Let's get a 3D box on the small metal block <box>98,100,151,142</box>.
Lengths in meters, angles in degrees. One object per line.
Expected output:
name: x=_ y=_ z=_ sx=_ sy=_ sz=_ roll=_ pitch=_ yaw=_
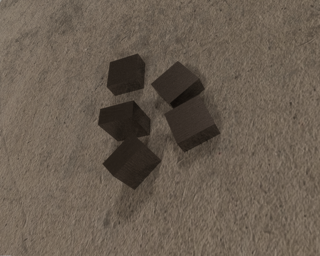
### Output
small metal block: x=-0.046 y=-0.008 z=0.416 sx=0.050 sy=0.050 sz=0.025 roll=-12 pitch=57 yaw=21

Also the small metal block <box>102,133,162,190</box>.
small metal block: x=-0.033 y=0.042 z=0.378 sx=0.050 sy=0.050 sz=0.025 roll=-47 pitch=52 yaw=-5

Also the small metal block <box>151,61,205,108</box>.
small metal block: x=0.024 y=-0.057 z=0.425 sx=0.050 sy=0.025 sz=0.050 roll=-41 pitch=51 yaw=0

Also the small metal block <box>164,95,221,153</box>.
small metal block: x=0.040 y=-0.006 z=0.386 sx=0.050 sy=0.025 sz=0.050 roll=-29 pitch=52 yaw=9

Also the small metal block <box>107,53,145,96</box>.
small metal block: x=-0.052 y=-0.082 z=0.480 sx=0.050 sy=0.025 sz=0.050 roll=-12 pitch=57 yaw=21
